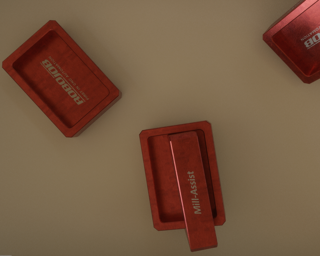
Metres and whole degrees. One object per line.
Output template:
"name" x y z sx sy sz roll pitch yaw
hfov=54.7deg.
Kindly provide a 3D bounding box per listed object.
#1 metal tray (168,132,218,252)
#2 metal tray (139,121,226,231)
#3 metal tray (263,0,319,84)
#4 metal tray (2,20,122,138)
"metal tray" 0.036 0.070 0.379 0.030 0.090 0.129 -11 90 -1
"metal tray" 0.029 0.060 0.397 0.090 0.030 0.129 -9 91 11
"metal tray" 0.198 -0.117 0.360 0.090 0.129 0.030 45 59 -5
"metal tray" -0.126 -0.062 0.407 0.090 0.030 0.130 -42 91 0
